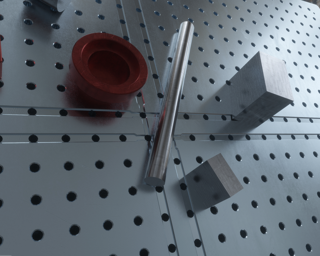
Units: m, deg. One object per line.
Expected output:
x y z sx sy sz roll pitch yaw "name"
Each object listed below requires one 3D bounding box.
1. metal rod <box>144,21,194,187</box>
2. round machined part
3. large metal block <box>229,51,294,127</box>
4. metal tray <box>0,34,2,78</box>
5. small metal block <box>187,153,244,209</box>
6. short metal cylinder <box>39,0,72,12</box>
0.020 -0.056 0.452 0.025 0.025 0.300 23 53 -14 "metal rod"
-0.069 -0.073 0.405 0.099 0.042 0.098 14 56 -21 "round machined part"
0.157 -0.061 0.494 0.050 0.080 0.080 15 56 -20 "large metal block"
-0.245 -0.098 0.332 0.131 0.030 0.090 -3 63 -30 "metal tray"
0.067 0.067 0.388 0.025 0.050 0.050 -22 74 -36 "small metal block"
-0.143 -0.208 0.423 0.050 0.080 0.080 28 52 -11 "short metal cylinder"
